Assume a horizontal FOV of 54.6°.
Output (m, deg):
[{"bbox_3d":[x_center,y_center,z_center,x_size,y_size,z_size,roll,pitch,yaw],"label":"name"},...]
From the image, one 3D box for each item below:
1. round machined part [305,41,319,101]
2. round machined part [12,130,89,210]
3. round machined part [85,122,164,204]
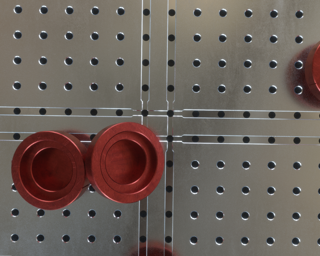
[{"bbox_3d":[0.238,-0.075,0.406,0.099,0.042,0.097,0,90,0],"label":"round machined part"},{"bbox_3d":[-0.134,0.052,0.399,0.098,0.042,0.097,0,92,10],"label":"round machined part"},{"bbox_3d":[-0.047,0.043,0.390,0.099,0.042,0.098,3,85,-32],"label":"round machined part"}]
